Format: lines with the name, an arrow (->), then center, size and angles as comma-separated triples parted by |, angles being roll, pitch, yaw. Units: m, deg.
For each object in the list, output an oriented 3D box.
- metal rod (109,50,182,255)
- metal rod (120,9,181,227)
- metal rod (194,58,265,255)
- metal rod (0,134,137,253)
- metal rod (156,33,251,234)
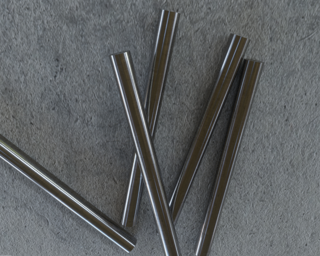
metal rod -> -0.013, 0.052, 0.400 | 0.025, 0.025, 0.298 | -12, 110, 4
metal rod -> -0.017, 0.002, 0.410 | 0.025, 0.025, 0.298 | 11, 110, -4
metal rod -> 0.090, 0.055, 0.430 | 0.025, 0.025, 0.298 | 9, 110, -4
metal rod -> -0.151, 0.082, 0.438 | 0.300, 0.025, 0.025 | 42, 105, -14
metal rod -> 0.051, 0.024, 0.418 | 0.025, 0.025, 0.298 | 17, 109, -6
